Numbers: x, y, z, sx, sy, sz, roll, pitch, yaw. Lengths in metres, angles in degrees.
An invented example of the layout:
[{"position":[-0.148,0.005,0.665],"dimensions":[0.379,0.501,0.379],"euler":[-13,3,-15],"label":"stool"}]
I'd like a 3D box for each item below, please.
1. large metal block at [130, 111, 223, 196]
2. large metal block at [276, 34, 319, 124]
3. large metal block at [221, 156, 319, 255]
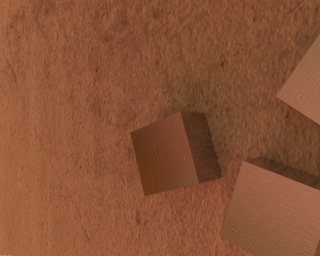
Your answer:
[{"position":[0.018,0.032,0.372],"dimensions":[0.080,0.050,0.080],"euler":[-22,76,37],"label":"large metal block"},{"position":[0.161,-0.037,0.256],"dimensions":[0.080,0.050,0.080],"euler":[43,116,31],"label":"large metal block"},{"position":[0.115,0.080,0.293],"dimensions":[0.080,0.050,0.079],"euler":[21,103,37],"label":"large metal block"}]
